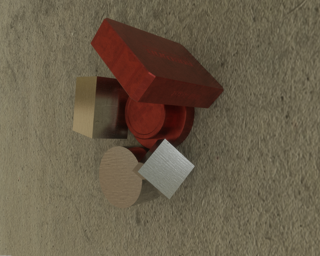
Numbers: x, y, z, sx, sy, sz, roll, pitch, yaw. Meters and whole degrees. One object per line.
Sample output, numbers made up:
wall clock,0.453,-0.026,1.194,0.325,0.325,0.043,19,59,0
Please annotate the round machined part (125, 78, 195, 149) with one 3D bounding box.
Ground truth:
round machined part,-0.007,-0.020,0.400,0.098,0.042,0.097,0,90,39

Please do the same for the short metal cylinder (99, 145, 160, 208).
short metal cylinder,-0.036,0.063,0.418,0.080,0.050,0.079,0,90,39

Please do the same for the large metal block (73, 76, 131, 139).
large metal block,-0.084,-0.030,0.441,0.080,0.050,0.079,13,99,56

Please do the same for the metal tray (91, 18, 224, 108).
metal tray,0.002,-0.065,0.333,0.030,0.131,0.090,-52,60,27

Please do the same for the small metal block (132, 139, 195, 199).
small metal block,0.004,0.048,0.371,0.050,0.050,0.025,43,163,-11
